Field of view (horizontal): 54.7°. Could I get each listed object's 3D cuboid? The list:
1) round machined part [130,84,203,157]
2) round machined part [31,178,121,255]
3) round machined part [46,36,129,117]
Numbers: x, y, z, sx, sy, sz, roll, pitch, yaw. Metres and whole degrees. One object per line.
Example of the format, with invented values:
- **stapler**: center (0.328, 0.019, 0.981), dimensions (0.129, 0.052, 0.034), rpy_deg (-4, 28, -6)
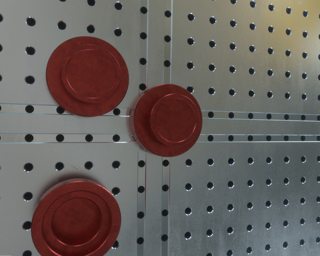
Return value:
- **round machined part**: center (0.013, -0.010, 0.409), dimensions (0.099, 0.042, 0.097), rpy_deg (0, 90, -21)
- **round machined part**: center (-0.099, 0.108, 0.368), dimensions (0.099, 0.042, 0.097), rpy_deg (0, 90, -21)
- **round machined part**: center (-0.085, -0.062, 0.373), dimensions (0.099, 0.042, 0.097), rpy_deg (0, 90, -21)
